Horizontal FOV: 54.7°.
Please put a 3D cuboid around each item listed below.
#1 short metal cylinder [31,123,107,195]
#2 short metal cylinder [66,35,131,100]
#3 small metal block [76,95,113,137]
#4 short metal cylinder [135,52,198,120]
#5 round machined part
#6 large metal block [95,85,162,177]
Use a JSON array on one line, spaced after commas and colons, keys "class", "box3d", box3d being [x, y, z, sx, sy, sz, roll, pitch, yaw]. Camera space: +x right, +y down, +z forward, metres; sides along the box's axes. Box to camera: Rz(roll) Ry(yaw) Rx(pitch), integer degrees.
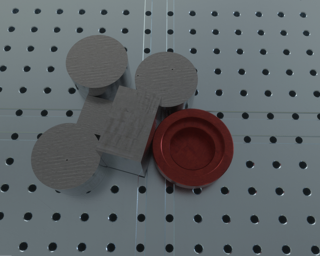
[{"class": "short metal cylinder", "box3d": [-0.109, 0.040, 0.383, 0.081, 0.050, 0.080, 0, 70, 0]}, {"class": "short metal cylinder", "box3d": [-0.082, -0.080, 0.426, 0.081, 0.050, 0.080, 0, 70, 0]}, {"class": "small metal block", "box3d": [-0.079, -0.011, 0.415, 0.050, 0.025, 0.050, 14, 71, 5]}, {"class": "short metal cylinder", "box3d": [0.008, -0.055, 0.418, 0.081, 0.050, 0.080, 0, 70, 0]}, {"class": "round machined part", "box3d": [0.040, 0.028, 0.392, 0.099, 0.042, 0.098, 0, 70, 0]}, {"class": "large metal block", "box3d": [-0.033, 0.007, 0.376, 0.050, 0.080, 0.080, 15, 71, 5]}]
